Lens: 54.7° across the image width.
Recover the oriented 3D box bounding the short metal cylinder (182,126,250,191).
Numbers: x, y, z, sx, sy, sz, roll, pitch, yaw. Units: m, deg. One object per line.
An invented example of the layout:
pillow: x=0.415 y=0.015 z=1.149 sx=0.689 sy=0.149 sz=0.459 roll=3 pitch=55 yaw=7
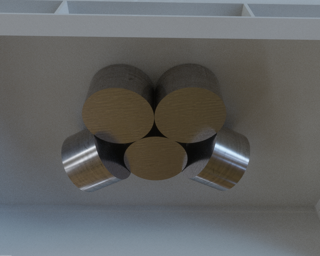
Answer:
short metal cylinder: x=0.070 y=0.035 z=0.401 sx=0.050 sy=0.080 sz=0.080 roll=24 pitch=126 yaw=-19

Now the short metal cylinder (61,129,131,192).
short metal cylinder: x=-0.080 y=0.037 z=0.402 sx=0.050 sy=0.080 sz=0.080 roll=-24 pitch=126 yaw=19

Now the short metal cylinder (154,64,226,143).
short metal cylinder: x=0.034 y=-0.028 z=0.367 sx=0.081 sy=0.050 sz=0.079 roll=0 pitch=130 yaw=0

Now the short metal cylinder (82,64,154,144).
short metal cylinder: x=-0.047 y=-0.028 z=0.367 sx=0.081 sy=0.050 sz=0.079 roll=0 pitch=130 yaw=0

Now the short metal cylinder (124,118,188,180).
short metal cylinder: x=-0.005 y=0.024 z=0.411 sx=0.081 sy=0.050 sz=0.079 roll=0 pitch=130 yaw=0
